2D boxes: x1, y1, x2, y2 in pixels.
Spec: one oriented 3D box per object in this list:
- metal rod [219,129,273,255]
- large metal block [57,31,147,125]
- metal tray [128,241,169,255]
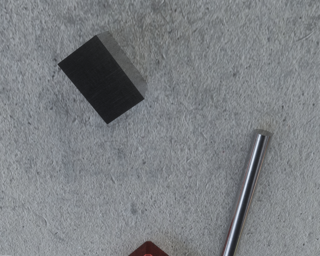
[{"bbox_3d":[0.115,0.144,0.464,0.025,0.025,0.298,8,110,-4],"label":"metal rod"},{"bbox_3d":[-0.060,-0.061,0.357,0.050,0.080,0.080,-34,107,11],"label":"large metal block"},{"bbox_3d":[-0.004,0.252,0.500,0.090,0.030,0.130,-43,105,14],"label":"metal tray"}]
